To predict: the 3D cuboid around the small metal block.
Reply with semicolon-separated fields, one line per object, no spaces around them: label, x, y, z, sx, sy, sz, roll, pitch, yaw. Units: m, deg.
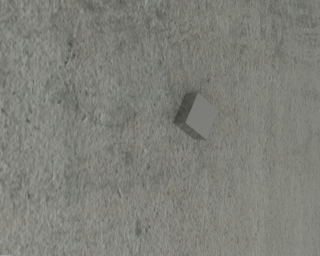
small metal block;0.053;-0.017;0.451;0.050;0.025;0.050;37;67;-34
